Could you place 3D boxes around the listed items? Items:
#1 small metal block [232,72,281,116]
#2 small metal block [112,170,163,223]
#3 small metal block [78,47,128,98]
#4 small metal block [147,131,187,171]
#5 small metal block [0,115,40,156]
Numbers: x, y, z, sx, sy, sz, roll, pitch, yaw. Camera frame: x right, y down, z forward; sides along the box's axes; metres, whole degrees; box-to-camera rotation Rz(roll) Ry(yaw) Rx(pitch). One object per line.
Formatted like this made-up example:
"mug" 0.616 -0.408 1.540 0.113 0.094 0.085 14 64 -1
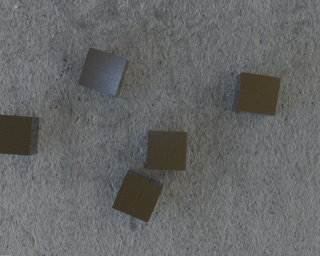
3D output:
"small metal block" 0.127 -0.044 0.411 0.050 0.025 0.050 9 90 0
"small metal block" -0.029 0.089 0.410 0.050 0.025 0.050 23 90 0
"small metal block" -0.074 -0.072 0.409 0.050 0.025 0.050 18 90 0
"small metal block" 0.009 0.029 0.410 0.050 0.025 0.050 2 90 0
"small metal block" -0.191 0.009 0.408 0.050 0.025 0.050 4 90 0
